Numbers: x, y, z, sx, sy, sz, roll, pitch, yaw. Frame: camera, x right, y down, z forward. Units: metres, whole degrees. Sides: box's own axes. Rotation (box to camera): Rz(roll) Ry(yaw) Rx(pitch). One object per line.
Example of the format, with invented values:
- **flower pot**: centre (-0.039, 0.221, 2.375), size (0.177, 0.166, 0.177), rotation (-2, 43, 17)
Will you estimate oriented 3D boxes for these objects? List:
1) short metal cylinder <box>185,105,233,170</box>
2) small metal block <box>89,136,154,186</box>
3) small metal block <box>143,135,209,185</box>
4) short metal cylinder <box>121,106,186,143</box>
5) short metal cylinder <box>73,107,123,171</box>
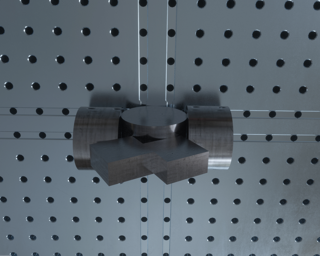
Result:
- **short metal cylinder**: centre (0.058, 0.012, 0.388), size (0.050, 0.080, 0.079), rotation (1, 110, 0)
- **small metal block**: centre (-0.040, 0.032, 0.325), size (0.050, 0.050, 0.025), rotation (-11, 114, -30)
- **small metal block**: centre (0.016, 0.032, 0.330), size (0.050, 0.050, 0.025), rotation (-11, 113, -29)
- **short metal cylinder**: centre (-0.007, 0.008, 0.386), size (0.081, 0.080, 0.050), rotation (1, 110, -1)
- **short metal cylinder**: centre (-0.073, 0.013, 0.388), size (0.050, 0.080, 0.079), rotation (1, 110, 0)
